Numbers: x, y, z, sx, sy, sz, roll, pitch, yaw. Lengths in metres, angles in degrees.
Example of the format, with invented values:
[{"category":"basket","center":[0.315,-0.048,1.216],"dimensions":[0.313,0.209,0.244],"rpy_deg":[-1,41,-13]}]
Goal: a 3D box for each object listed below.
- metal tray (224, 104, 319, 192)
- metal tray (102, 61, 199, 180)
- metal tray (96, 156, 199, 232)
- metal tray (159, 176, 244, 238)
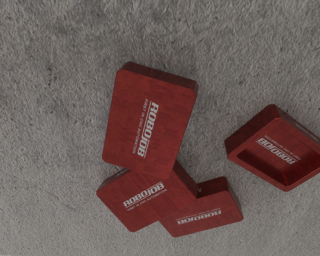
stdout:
[{"category":"metal tray","center":[0.167,0.033,0.433],"dimensions":[0.131,0.030,0.090],"rpy_deg":[30,124,-23]},{"category":"metal tray","center":[-0.015,-0.005,0.375],"dimensions":[0.090,0.030,0.129],"rpy_deg":[17,121,1]},{"category":"metal tray","center":[-0.020,0.094,0.464],"dimensions":[0.130,0.030,0.090],"rpy_deg":[-33,103,25]},{"category":"metal tray","center":[0.063,0.136,0.520],"dimensions":[0.130,0.030,0.090],"rpy_deg":[-20,128,16]}]
